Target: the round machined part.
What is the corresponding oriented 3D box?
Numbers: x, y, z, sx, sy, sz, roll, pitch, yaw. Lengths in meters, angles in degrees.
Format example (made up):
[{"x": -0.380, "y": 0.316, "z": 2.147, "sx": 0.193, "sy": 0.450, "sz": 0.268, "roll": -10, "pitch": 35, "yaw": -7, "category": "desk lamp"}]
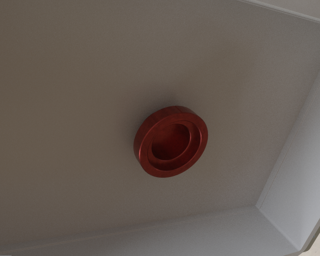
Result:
[{"x": 0.011, "y": 0.014, "z": 0.409, "sx": 0.099, "sy": 0.042, "sz": 0.097, "roll": -14, "pitch": 125, "yaw": -21, "category": "round machined part"}]
